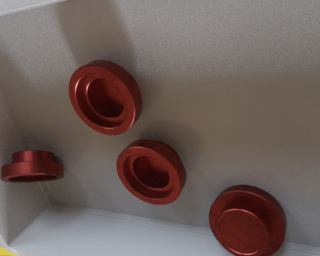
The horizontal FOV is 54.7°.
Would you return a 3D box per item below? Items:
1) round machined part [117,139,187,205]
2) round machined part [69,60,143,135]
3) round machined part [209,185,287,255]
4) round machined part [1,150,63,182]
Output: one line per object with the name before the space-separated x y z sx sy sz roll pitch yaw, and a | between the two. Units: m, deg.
round machined part | -0.008 0.057 0.437 0.098 0.042 0.097 13 124 21
round machined part | -0.066 -0.043 0.406 0.098 0.042 0.097 13 124 21
round machined part | 0.110 0.128 0.403 0.098 0.042 0.097 7 107 26
round machined part | -0.216 0.065 0.529 0.098 0.099 0.042 -17 70 35
